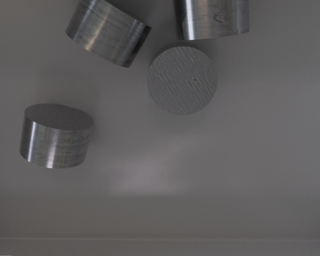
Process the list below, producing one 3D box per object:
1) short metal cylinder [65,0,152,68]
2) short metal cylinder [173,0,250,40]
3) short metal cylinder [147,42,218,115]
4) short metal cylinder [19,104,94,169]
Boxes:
[{"bbox_3d":[-0.056,-0.109,0.341,0.080,0.080,0.050,29,108,-10],"label":"short metal cylinder"},{"bbox_3d":[0.055,-0.127,0.336,0.080,0.080,0.050,-7,110,2],"label":"short metal cylinder"},{"bbox_3d":[0.025,-0.061,0.376,0.081,0.050,0.079,0,110,0],"label":"short metal cylinder"},{"bbox_3d":[-0.127,0.008,0.384,0.080,0.080,0.050,15,109,-6],"label":"short metal cylinder"}]
